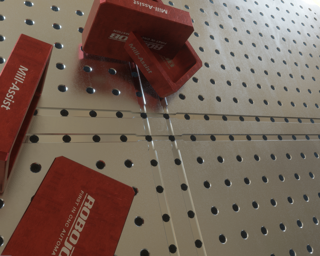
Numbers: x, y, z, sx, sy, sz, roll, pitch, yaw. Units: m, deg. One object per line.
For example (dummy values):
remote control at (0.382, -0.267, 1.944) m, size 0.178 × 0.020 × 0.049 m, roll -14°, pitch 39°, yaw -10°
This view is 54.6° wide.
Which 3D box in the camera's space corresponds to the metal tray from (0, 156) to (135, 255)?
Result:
metal tray at (-0.087, 0.102, 0.296) m, size 0.090 × 0.030 × 0.130 m, roll 27°, pitch 52°, yaw -11°

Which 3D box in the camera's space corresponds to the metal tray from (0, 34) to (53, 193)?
metal tray at (-0.142, -0.014, 0.298) m, size 0.030 × 0.090 × 0.130 m, roll 19°, pitch 54°, yaw -18°

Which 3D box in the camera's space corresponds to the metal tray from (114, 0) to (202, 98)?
metal tray at (-0.002, -0.120, 0.448) m, size 0.130 × 0.030 × 0.090 m, roll 53°, pitch 50°, yaw -13°

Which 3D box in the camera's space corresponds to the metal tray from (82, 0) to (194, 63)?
metal tray at (-0.031, -0.131, 0.425) m, size 0.131 × 0.090 × 0.030 m, roll 6°, pitch 59°, yaw -27°
